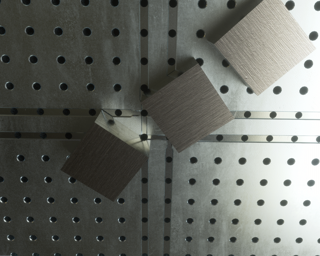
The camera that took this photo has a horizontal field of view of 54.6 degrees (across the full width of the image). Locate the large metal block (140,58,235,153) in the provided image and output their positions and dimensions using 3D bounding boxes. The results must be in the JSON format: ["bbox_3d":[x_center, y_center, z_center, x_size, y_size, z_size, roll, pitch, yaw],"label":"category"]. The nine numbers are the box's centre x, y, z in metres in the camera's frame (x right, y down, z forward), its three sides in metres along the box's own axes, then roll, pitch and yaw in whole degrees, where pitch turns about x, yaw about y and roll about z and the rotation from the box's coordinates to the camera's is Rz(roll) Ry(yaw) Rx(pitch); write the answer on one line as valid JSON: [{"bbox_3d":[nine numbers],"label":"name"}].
[{"bbox_3d":[0.033,-0.029,0.389,0.080,0.050,0.080,-33,107,11],"label":"large metal block"}]

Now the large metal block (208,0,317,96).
[{"bbox_3d":[0.116,-0.099,0.365,0.080,0.050,0.080,-41,105,13],"label":"large metal block"}]

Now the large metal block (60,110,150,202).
[{"bbox_3d":[-0.070,0.037,0.413,0.080,0.050,0.080,35,106,-12],"label":"large metal block"}]
